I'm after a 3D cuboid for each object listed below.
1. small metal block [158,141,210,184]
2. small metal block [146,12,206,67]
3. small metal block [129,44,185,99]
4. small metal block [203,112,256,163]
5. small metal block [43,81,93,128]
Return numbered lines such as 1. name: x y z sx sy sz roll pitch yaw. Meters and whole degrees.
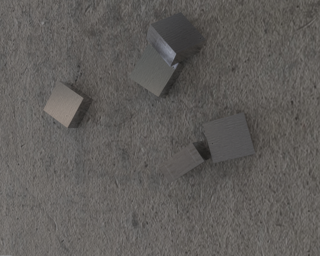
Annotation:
1. small metal block: 0.033 0.041 0.384 0.050 0.050 0.025 -36 79 16
2. small metal block: 0.020 -0.111 0.387 0.050 0.025 0.050 -32 76 -28
3. small metal block: -0.004 -0.074 0.410 0.050 0.025 0.050 35 101 16
4. small metal block: 0.085 0.012 0.379 0.050 0.025 0.050 -16 85 19
5. small metal block: -0.135 -0.034 0.457 0.050 0.025 0.050 34 101 16
